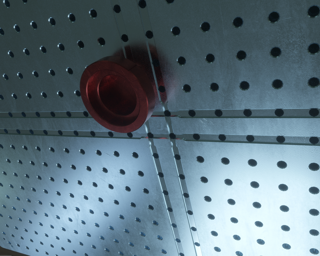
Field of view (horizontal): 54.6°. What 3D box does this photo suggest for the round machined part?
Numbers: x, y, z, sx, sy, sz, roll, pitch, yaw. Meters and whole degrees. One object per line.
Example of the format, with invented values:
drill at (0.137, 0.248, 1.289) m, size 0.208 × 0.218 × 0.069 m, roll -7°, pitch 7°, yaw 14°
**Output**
round machined part at (-0.050, -0.046, 0.399) m, size 0.098 × 0.042 × 0.097 m, roll 13°, pitch 124°, yaw 21°
